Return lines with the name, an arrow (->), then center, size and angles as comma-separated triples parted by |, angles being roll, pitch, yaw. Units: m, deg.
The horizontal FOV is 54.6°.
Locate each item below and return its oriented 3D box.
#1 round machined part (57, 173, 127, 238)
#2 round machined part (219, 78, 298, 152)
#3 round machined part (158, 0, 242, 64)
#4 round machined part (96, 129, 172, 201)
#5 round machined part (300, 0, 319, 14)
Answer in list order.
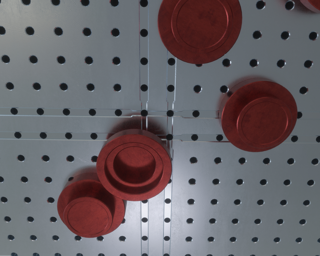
round machined part -> -0.099, 0.118, 0.447 | 0.099, 0.042, 0.097 | 0, 110, 0
round machined part -> 0.129, -0.013, 0.401 | 0.099, 0.042, 0.097 | 0, 110, 0
round machined part -> 0.047, -0.123, 0.359 | 0.099, 0.042, 0.097 | 0, 110, 0
round machined part -> -0.033, 0.047, 0.421 | 0.099, 0.042, 0.097 | 0, 110, 0
round machined part -> 0.194, -0.176, 0.341 | 0.099, 0.042, 0.097 | 0, 110, 0
